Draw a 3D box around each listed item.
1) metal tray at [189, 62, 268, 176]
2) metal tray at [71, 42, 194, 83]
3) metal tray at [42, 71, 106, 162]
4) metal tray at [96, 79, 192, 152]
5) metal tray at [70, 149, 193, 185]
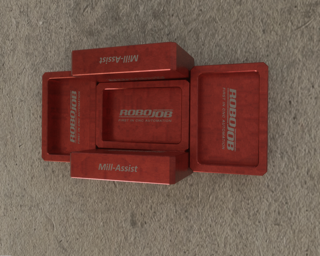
[{"bbox_3d":[0.084,-0.011,0.377,0.090,0.030,0.129,1,90,19],"label":"metal tray"},{"bbox_3d":[-0.031,-0.076,0.386,0.130,0.090,0.030,0,90,19],"label":"metal tray"},{"bbox_3d":[-0.125,-0.016,0.450,0.090,0.030,0.129,1,90,19],"label":"metal tray"},{"bbox_3d":[-0.021,-0.016,0.414,0.130,0.030,0.089,1,90,19],"label":"metal tray"},{"bbox_3d":[-0.032,0.044,0.384,0.130,0.090,0.030,0,90,19],"label":"metal tray"}]
